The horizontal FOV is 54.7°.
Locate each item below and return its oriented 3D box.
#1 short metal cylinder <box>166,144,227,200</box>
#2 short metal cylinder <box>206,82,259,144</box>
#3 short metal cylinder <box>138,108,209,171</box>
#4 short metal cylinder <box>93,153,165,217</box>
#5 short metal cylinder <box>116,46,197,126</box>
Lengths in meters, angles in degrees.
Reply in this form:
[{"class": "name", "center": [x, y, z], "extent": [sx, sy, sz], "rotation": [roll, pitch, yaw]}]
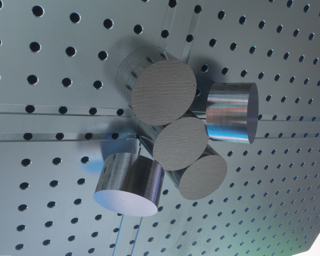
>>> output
[{"class": "short metal cylinder", "center": [0.052, 0.060, 0.463], "extent": [0.081, 0.050, 0.079], "rotation": [-14, 125, -21]}, {"class": "short metal cylinder", "center": [0.098, -0.020, 0.412], "extent": [0.080, 0.050, 0.079], "rotation": [-14, 106, -62]}, {"class": "short metal cylinder", "center": [0.017, 0.010, 0.412], "extent": [0.081, 0.050, 0.079], "rotation": [-14, 125, -21]}, {"class": "short metal cylinder", "center": [-0.038, 0.074, 0.394], "extent": [0.080, 0.050, 0.080], "rotation": [8, 145, 6]}, {"class": "short metal cylinder", "center": [-0.005, -0.050, 0.363], "extent": [0.081, 0.050, 0.079], "rotation": [-14, 125, -21]}]
